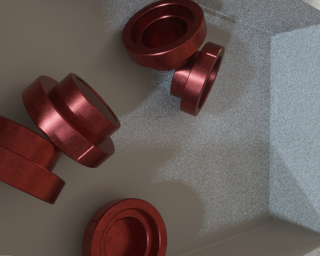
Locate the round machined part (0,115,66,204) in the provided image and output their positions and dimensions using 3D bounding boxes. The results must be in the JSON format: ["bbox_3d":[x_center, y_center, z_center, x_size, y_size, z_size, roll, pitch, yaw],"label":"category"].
[{"bbox_3d":[-0.122,0.023,0.257,0.098,0.098,0.042,39,66,-33],"label":"round machined part"}]

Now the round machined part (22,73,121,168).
[{"bbox_3d":[-0.075,-0.013,0.292,0.042,0.098,0.098,-41,120,4],"label":"round machined part"}]

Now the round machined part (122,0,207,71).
[{"bbox_3d":[0.008,-0.107,0.371,0.098,0.098,0.042,-60,148,-23],"label":"round machined part"}]

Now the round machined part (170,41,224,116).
[{"bbox_3d":[0.047,-0.068,0.412,0.098,0.042,0.098,-61,167,-24],"label":"round machined part"}]

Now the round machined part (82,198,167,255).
[{"bbox_3d":[-0.043,0.130,0.353,0.099,0.042,0.098,9,75,-36],"label":"round machined part"}]
